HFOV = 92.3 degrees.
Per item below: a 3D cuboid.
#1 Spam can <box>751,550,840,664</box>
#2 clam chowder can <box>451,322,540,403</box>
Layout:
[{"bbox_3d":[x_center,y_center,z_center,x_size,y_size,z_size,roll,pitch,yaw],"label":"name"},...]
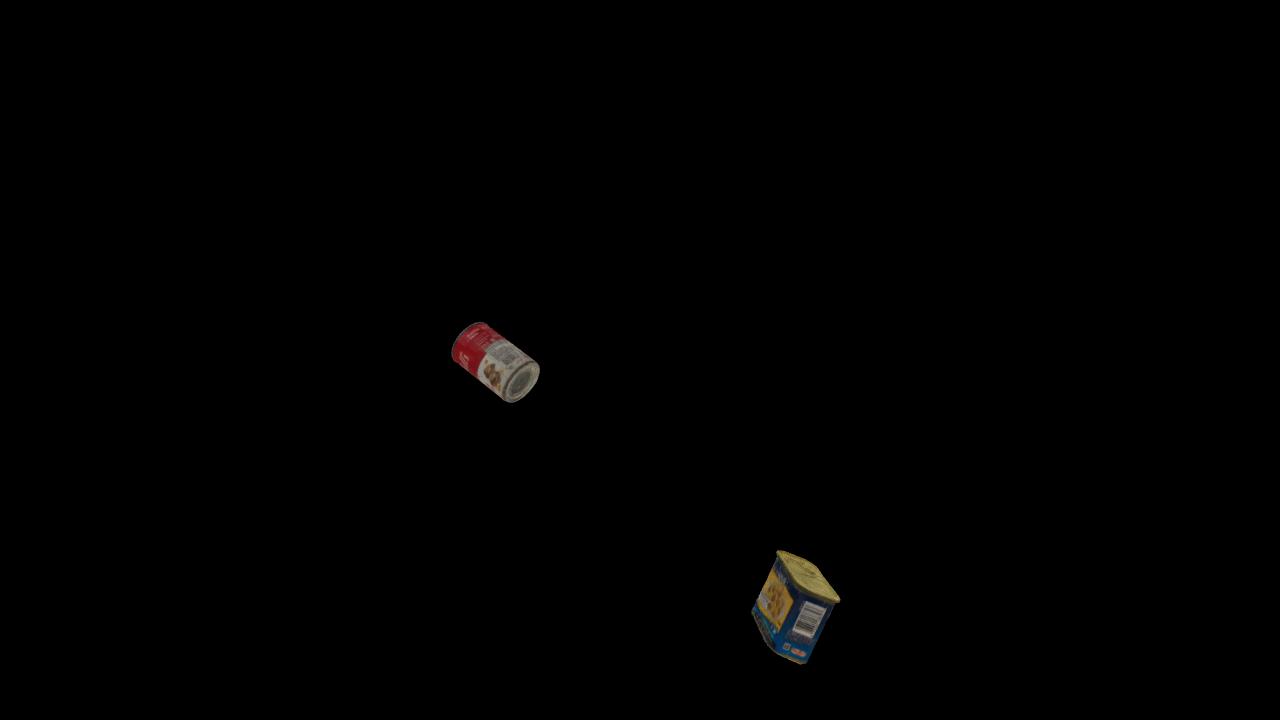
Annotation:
[{"bbox_3d":[0.178,0.287,0.721,0.058,0.085,0.101,23,5,-6],"label":"Spam can"},{"bbox_3d":[-0.193,0.003,0.828,0.102,0.068,0.068,34,12,19],"label":"clam chowder can"}]
